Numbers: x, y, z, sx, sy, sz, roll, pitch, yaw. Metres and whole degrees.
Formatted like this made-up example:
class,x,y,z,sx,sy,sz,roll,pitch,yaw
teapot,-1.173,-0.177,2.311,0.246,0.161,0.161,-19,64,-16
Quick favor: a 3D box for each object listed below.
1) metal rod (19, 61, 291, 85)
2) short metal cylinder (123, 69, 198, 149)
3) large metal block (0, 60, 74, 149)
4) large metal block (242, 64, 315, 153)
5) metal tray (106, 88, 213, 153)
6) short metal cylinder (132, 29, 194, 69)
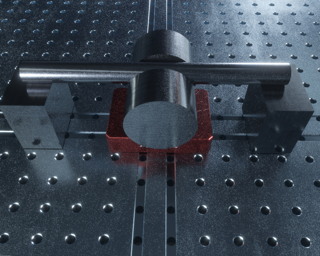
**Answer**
class,x,y,z,sx,sy,sz,roll,pitch,yaw
metal rod,-0.005,-0.063,0.356,0.302,0.025,0.025,1,50,0
short metal cylinder,0.001,-0.020,0.350,0.080,0.080,0.050,1,50,0
large metal block,-0.151,-0.030,0.394,0.050,0.080,0.080,1,50,1
large metal block,0.143,-0.024,0.391,0.050,0.080,0.080,1,50,1
metal tray,0.000,-0.012,0.414,0.131,0.030,0.090,1,50,1
short metal cylinder,0.004,-0.078,0.398,0.080,0.080,0.050,1,50,0
